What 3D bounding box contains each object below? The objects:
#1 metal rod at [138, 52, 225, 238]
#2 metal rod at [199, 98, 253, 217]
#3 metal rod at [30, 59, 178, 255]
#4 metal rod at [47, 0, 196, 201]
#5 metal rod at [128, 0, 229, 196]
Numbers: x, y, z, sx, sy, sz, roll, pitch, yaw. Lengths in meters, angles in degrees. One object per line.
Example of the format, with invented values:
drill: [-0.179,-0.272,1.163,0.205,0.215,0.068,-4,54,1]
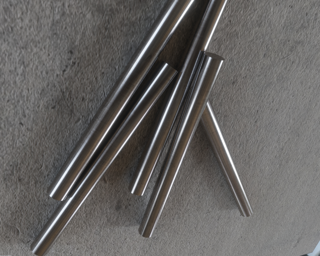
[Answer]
metal rod: [0.020,0.041,0.427,0.025,0.025,0.298,2,122,-29]
metal rod: [0.108,0.059,0.502,0.025,0.025,0.299,-34,129,-6]
metal rod: [-0.076,0.045,0.392,0.025,0.025,0.299,29,103,-38]
metal rod: [-0.046,-0.038,0.357,0.025,0.025,0.299,26,104,-37]
metal rod: [0.021,-0.041,0.392,0.025,0.025,0.298,9,114,-33]
